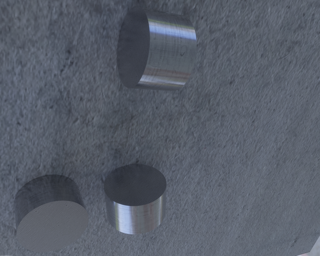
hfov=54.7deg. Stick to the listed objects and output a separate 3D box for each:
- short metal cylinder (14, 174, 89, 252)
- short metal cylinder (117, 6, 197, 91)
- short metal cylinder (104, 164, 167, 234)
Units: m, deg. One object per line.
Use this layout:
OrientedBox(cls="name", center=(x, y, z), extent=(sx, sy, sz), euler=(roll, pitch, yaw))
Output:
OrientedBox(cls="short metal cylinder", center=(-0.135, 0.105, 0.383), extent=(0.081, 0.050, 0.079), euler=(-14, 124, -21))
OrientedBox(cls="short metal cylinder", center=(-0.006, -0.079, 0.320), extent=(0.050, 0.080, 0.079), euler=(0, 118, -29))
OrientedBox(cls="short metal cylinder", center=(-0.032, 0.093, 0.413), extent=(0.081, 0.080, 0.050), euler=(-13, 124, -22))
